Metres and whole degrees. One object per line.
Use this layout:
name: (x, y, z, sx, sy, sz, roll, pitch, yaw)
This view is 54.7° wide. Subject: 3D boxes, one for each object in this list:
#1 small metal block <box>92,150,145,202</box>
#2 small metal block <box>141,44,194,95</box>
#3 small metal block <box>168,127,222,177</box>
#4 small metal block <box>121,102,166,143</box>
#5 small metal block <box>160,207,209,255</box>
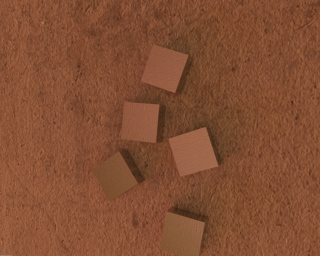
small metal block: (-0.057, 0.066, 0.429, 0.050, 0.025, 0.050, -35, 79, 16)
small metal block: (0.009, -0.076, 0.406, 0.050, 0.025, 0.050, 22, 97, 18)
small metal block: (0.045, 0.030, 0.393, 0.050, 0.025, 0.050, -19, 84, 19)
small metal block: (-0.022, -0.008, 0.417, 0.050, 0.025, 0.050, 6, 92, 19)
small metal block: (0.031, 0.135, 0.398, 0.050, 0.025, 0.050, 11, 94, 19)
